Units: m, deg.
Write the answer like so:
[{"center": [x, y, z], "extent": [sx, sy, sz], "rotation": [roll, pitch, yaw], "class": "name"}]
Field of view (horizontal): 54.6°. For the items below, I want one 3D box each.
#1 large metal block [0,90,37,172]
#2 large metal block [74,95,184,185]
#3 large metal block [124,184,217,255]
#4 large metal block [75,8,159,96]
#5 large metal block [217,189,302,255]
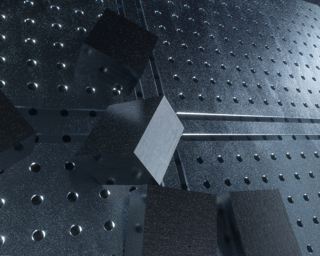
[{"center": [-0.179, 0.005, 0.292], "extent": [0.080, 0.050, 0.080], "rotation": [48, 51, 6], "class": "large metal block"}, {"center": [-0.031, 0.015, 0.338], "extent": [0.050, 0.080, 0.080], "rotation": [57, 43, -33], "class": "large metal block"}, {"center": [0.011, 0.108, 0.324], "extent": [0.081, 0.050, 0.080], "rotation": [13, 66, -21], "class": "large metal block"}, {"center": [-0.057, -0.104, 0.424], "extent": [0.080, 0.050, 0.080], "rotation": [27, 53, -12], "class": "large metal block"}, {"center": [0.111, 0.122, 0.377], "extent": [0.081, 0.050, 0.080], "rotation": [3, 60, -27], "class": "large metal block"}]
